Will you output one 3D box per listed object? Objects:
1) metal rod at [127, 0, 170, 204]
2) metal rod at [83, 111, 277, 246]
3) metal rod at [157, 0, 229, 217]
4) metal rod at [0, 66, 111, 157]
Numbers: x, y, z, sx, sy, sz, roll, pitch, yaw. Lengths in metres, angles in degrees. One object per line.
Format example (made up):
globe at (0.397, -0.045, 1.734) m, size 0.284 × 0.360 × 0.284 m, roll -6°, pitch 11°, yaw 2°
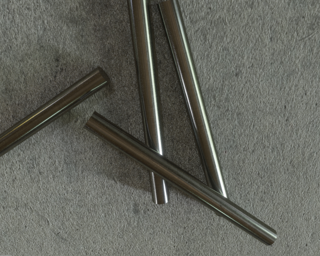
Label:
metal rod at (-0.014, -0.036, 0.396) m, size 0.025 × 0.025 × 0.298 m, roll -5°, pitch 110°, yaw 2°
metal rod at (0.035, 0.072, 0.408) m, size 0.301 × 0.025 × 0.025 m, roll 34°, pitch 106°, yaw -12°
metal rod at (0.051, -0.012, 0.405) m, size 0.025 × 0.025 × 0.298 m, roll -16°, pitch 110°, yaw 5°
metal rod at (-0.195, 0.012, 0.412) m, size 0.300 × 0.025 × 0.025 m, roll -32°, pitch 107°, yaw 11°
